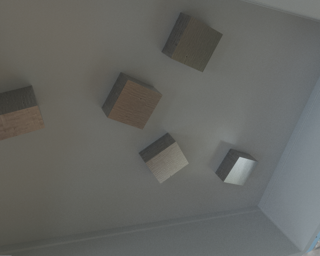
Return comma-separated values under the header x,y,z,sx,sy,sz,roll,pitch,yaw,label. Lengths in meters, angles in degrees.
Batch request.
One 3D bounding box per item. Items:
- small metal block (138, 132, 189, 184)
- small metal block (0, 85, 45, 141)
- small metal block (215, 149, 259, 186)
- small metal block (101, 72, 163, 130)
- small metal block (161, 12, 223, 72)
x,y,z,sx,sy,sz,roll,pitch,yaw,label
0.006,0.043,0.438,0.050,0.025,0.050,-35,129,-5,small metal block
-0.145,-0.015,0.304,0.050,0.050,0.025,-18,126,-18,small metal block
0.129,0.066,0.520,0.050,0.025,0.050,16,110,-35,small metal block
-0.034,-0.032,0.371,0.050,0.025,0.050,20,108,-36,small metal block
0.038,-0.100,0.367,0.050,0.025,0.050,15,110,-35,small metal block
